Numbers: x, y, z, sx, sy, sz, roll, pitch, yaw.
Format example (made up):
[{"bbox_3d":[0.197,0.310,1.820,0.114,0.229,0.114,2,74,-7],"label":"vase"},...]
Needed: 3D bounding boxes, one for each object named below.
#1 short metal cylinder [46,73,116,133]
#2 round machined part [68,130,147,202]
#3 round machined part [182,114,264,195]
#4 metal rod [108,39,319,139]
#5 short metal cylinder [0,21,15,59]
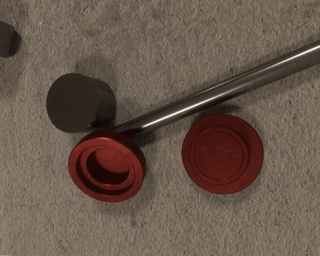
[{"bbox_3d":[-0.109,-0.033,0.433,0.080,0.050,0.079,0,90,19],"label":"short metal cylinder"},{"bbox_3d":[-0.066,0.046,0.408,0.099,0.042,0.097,3,116,7],"label":"round machined part"},{"bbox_3d":[0.073,0.032,0.374,0.098,0.042,0.097,0,90,19],"label":"round machined part"},{"bbox_3d":[0.050,-0.034,0.390,0.300,0.025,0.025,-22,83,18],"label":"metal rod"},{"bbox_3d":[-0.270,-0.142,0.473,0.080,0.080,0.050,17,96,19],"label":"short metal cylinder"}]
